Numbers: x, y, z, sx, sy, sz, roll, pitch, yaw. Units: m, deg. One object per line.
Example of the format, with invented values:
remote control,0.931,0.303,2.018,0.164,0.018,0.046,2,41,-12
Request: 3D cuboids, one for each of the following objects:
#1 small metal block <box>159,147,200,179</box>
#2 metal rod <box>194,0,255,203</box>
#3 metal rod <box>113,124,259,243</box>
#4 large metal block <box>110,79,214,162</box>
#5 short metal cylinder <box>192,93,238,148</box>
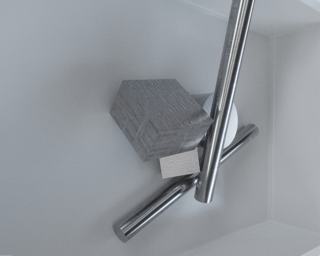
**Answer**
small metal block,0.023,0.036,0.412,0.050,0.025,0.050,-9,99,-4
metal rod,0.080,-0.044,0.381,0.025,0.025,0.298,-7,113,-40
metal rod,0.058,0.065,0.457,0.302,0.025,0.025,-30,109,-36
large metal block,0.001,-0.013,0.365,0.081,0.080,0.050,-9,139,-40
short metal cylinder,0.068,-0.010,0.450,0.081,0.050,0.079,0,90,-40
